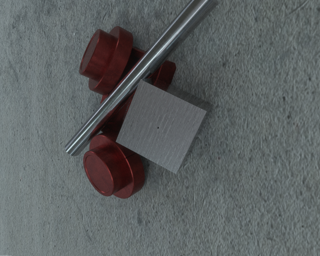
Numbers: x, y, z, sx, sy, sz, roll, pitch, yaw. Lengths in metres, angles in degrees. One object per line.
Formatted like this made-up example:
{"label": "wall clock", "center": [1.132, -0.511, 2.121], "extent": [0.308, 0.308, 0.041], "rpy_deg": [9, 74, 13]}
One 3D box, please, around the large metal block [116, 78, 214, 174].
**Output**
{"label": "large metal block", "center": [0.006, -0.006, 0.366], "extent": [0.080, 0.050, 0.079], "rpy_deg": [27, 108, 11]}

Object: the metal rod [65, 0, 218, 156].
{"label": "metal rod", "center": [-0.042, -0.053, 0.402], "extent": [0.299, 0.025, 0.025], "rpy_deg": [-42, 65, 31]}

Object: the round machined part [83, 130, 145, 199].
{"label": "round machined part", "center": [-0.070, 0.055, 0.431], "extent": [0.098, 0.042, 0.097], "rpy_deg": [24, 127, 37]}

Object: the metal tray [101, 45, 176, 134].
{"label": "metal tray", "center": [-0.038, -0.043, 0.435], "extent": [0.090, 0.030, 0.129], "rpy_deg": [31, 109, 35]}

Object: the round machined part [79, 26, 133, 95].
{"label": "round machined part", "center": [-0.080, -0.099, 0.435], "extent": [0.098, 0.042, 0.098], "rpy_deg": [-41, 37, 42]}
